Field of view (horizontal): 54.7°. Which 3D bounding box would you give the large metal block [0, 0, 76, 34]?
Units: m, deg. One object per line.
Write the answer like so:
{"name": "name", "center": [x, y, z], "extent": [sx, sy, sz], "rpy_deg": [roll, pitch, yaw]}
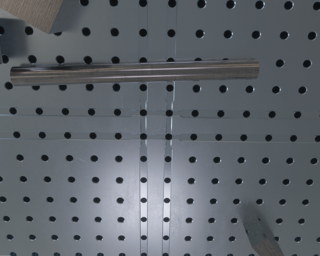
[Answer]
{"name": "large metal block", "center": [-0.136, -0.161, 0.339], "extent": [0.080, 0.050, 0.080], "rpy_deg": [28, 108, -10]}

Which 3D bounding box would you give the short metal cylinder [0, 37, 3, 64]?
{"name": "short metal cylinder", "center": [-0.223, -0.098, 0.346], "extent": [0.081, 0.080, 0.050], "rpy_deg": [3, 110, -1]}

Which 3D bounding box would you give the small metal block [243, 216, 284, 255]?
{"name": "small metal block", "center": [0.156, 0.171, 0.465], "extent": [0.025, 0.050, 0.050], "rpy_deg": [-39, 106, 13]}

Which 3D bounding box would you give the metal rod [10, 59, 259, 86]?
{"name": "metal rod", "center": [-0.031, -0.069, 0.387], "extent": [0.302, 0.025, 0.025], "rpy_deg": [-2, 110, 0]}
